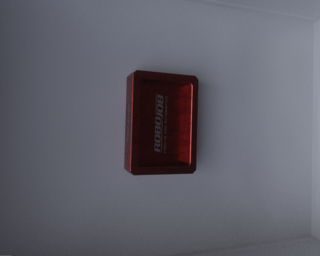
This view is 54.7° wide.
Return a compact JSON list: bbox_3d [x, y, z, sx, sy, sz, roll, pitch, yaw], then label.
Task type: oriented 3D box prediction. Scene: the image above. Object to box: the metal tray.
[{"bbox_3d":[0.002,-0.006,0.406,0.091,0.030,0.129,2,89,-21],"label":"metal tray"}]
